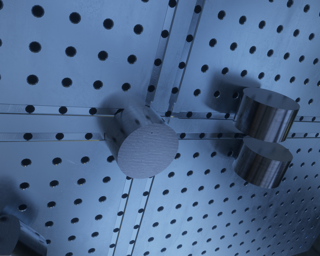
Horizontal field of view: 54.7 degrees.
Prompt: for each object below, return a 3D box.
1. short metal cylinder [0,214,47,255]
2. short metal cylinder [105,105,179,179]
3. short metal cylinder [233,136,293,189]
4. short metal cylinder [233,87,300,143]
[{"bbox_3d":[-0.185,0.152,0.369,0.080,0.080,0.050,-34,129,-6],"label":"short metal cylinder"},{"bbox_3d":[-0.024,0.018,0.395,0.081,0.050,0.079,-14,125,-21],"label":"short metal cylinder"},{"bbox_3d":[0.165,0.053,0.501,0.081,0.080,0.050,1,118,-29],"label":"short metal cylinder"},{"bbox_3d":[0.152,-0.021,0.449,0.081,0.080,0.050,-2,120,-28],"label":"short metal cylinder"}]
